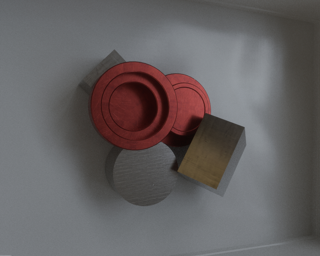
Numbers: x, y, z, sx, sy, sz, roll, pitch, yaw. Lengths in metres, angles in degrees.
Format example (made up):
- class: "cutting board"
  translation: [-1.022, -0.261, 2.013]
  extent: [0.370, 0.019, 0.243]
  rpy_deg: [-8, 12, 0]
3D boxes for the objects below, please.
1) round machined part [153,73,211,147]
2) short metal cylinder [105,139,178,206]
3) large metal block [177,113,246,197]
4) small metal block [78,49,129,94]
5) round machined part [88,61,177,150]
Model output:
- class: "round machined part"
  translation: [0.025, -0.024, 0.408]
  extent: [0.099, 0.042, 0.097]
  rpy_deg: [0, 90, -21]
- class: "short metal cylinder"
  translation: [-0.024, 0.052, 0.388]
  extent: [0.081, 0.050, 0.079]
  rpy_deg: [0, 90, -21]
- class: "large metal block"
  translation: [0.071, 0.038, 0.400]
  extent: [0.050, 0.080, 0.080]
  rpy_deg: [23, 79, 22]
- class: "small metal block"
  translation: [-0.068, -0.063, 0.370]
  extent: [0.025, 0.050, 0.050]
  rpy_deg: [46, 76, -15]
- class: "round machined part"
  translation: [-0.033, -0.024, 0.357]
  extent: [0.099, 0.042, 0.097]
  rpy_deg: [0, 90, -21]
